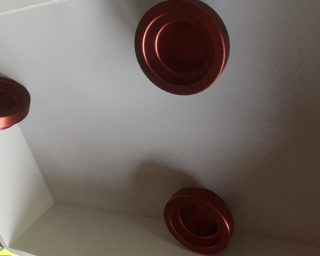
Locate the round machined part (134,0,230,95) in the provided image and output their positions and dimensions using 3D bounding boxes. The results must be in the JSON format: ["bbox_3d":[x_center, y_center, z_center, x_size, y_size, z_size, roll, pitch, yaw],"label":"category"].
[{"bbox_3d":[0.026,-0.088,0.330,0.098,0.042,0.097,13,124,21],"label":"round machined part"}]

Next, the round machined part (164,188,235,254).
[{"bbox_3d":[0.058,0.126,0.441,0.098,0.042,0.097,14,120,25],"label":"round machined part"}]

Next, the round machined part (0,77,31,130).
[{"bbox_3d":[-0.253,-0.034,0.474,0.098,0.098,0.042,32,129,7],"label":"round machined part"}]
